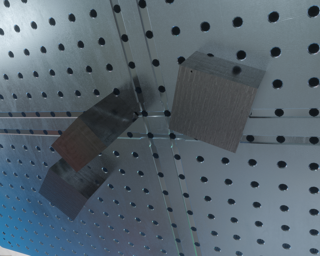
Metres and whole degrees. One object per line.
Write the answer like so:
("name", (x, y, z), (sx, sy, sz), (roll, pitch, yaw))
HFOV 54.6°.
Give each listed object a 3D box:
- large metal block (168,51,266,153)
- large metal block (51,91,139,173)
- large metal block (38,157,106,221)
("large metal block", (0.061, -0.030, 0.344), (0.080, 0.050, 0.079), (20, 126, 16))
("large metal block", (-0.088, 0.004, 0.426), (0.050, 0.080, 0.080), (48, 129, -6))
("large metal block", (-0.154, 0.102, 0.541), (0.080, 0.050, 0.080), (38, 129, 2))
